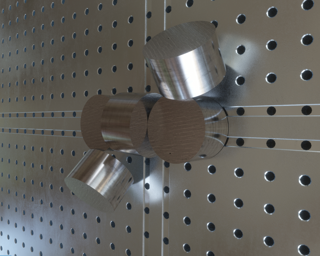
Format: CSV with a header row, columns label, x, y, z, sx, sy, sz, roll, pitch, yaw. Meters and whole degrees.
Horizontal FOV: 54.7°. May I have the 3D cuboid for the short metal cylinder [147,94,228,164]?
label,x,y,z,sx,sy,sz,roll,pitch,yaw
short metal cylinder,0.032,0.000,0.364,0.080,0.050,0.079,0,90,39

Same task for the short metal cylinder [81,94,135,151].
label,x,y,z,sx,sy,sz,roll,pitch,yaw
short metal cylinder,-0.069,-0.007,0.447,0.080,0.050,0.079,0,90,39

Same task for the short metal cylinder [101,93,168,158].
label,x,y,z,sx,sy,sz,roll,pitch,yaw
short metal cylinder,-0.028,-0.005,0.394,0.050,0.081,0.079,6,94,39

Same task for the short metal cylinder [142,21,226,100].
label,x,y,z,sx,sy,sz,roll,pitch,yaw
short metal cylinder,0.027,-0.075,0.341,0.080,0.080,0.050,11,139,39

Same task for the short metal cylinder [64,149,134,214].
label,x,y,z,sx,sy,sz,roll,pitch,yaw
short metal cylinder,-0.084,0.075,0.433,0.080,0.050,0.080,23,146,17
